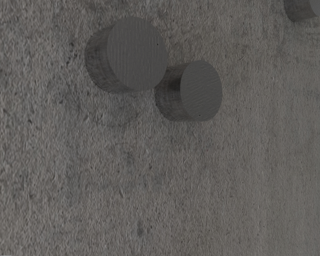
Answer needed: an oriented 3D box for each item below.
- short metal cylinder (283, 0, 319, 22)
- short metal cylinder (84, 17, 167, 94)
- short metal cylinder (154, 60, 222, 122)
[{"bbox_3d":[0.298,-0.264,0.637,0.081,0.050,0.080,0,90,-40],"label":"short metal cylinder"},{"bbox_3d":[-0.038,-0.081,0.356,0.081,0.050,0.080,0,90,-40],"label":"short metal cylinder"},{"bbox_3d":[0.039,-0.048,0.421,0.081,0.050,0.080,0,90,-40],"label":"short metal cylinder"}]
